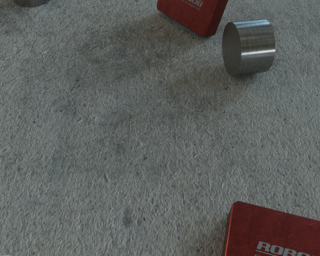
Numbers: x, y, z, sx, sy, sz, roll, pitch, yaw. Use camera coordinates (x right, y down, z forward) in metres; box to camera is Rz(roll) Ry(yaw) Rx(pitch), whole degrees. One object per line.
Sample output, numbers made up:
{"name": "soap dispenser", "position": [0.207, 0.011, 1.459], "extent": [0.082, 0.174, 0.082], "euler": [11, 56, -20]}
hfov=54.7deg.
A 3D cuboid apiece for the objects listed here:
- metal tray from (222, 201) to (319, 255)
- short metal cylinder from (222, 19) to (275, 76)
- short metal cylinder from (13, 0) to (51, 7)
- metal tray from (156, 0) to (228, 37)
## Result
{"name": "metal tray", "position": [0.126, 0.130, 0.292], "extent": [0.131, 0.030, 0.090], "euler": [12, 51, 10]}
{"name": "short metal cylinder", "position": [0.132, -0.122, 0.471], "extent": [0.050, 0.080, 0.080], "euler": [-8, 51, -6]}
{"name": "short metal cylinder", "position": [-0.264, -0.289, 0.628], "extent": [0.081, 0.050, 0.080], "euler": [0, 50, 0]}
{"name": "metal tray", "position": [0.056, -0.232, 0.552], "extent": [0.030, 0.089, 0.130], "euler": [-20, 50, -41]}
